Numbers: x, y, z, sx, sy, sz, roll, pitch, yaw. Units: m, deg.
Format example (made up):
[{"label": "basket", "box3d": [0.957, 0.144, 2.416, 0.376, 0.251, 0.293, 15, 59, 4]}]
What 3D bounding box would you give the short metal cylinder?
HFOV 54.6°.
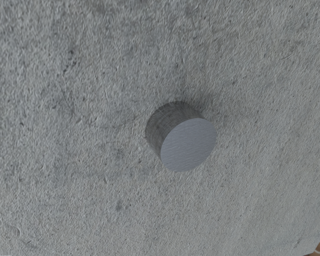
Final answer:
[{"label": "short metal cylinder", "box3d": [0.027, 0.011, 0.411, 0.081, 0.050, 0.080, -14, 124, -21]}]
